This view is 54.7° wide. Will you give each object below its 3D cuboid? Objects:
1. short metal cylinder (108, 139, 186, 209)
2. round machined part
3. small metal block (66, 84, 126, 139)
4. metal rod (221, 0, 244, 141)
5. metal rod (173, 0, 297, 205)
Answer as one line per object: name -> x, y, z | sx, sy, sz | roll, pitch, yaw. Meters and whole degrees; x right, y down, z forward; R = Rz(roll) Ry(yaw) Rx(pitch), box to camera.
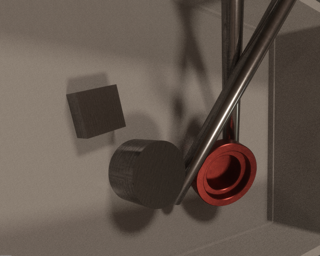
short metal cylinder -> -0.015, 0.054, 0.380 | 0.081, 0.050, 0.079 | 0, 90, -40
round machined part -> 0.089, 0.062, 0.457 | 0.099, 0.042, 0.097 | -6, 109, -19
small metal block -> -0.071, -0.019, 0.349 | 0.050, 0.025, 0.050 | -20, 103, -39
metal rod -> 0.096, -0.061, 0.416 | 0.025, 0.025, 0.298 | -41, 138, -32
metal rod -> 0.083, -0.030, 0.389 | 0.025, 0.025, 0.298 | 15, 109, -40
